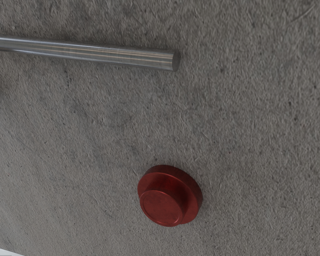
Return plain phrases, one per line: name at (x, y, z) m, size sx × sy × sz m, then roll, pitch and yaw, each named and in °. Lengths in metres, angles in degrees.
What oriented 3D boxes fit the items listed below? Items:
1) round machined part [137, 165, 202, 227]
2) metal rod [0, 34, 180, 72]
round machined part at (0.009, 0.106, 0.457) m, size 0.098 × 0.042 × 0.097 m, roll 13°, pitch 124°, yaw 21°
metal rod at (-0.119, -0.102, 0.405) m, size 0.301 × 0.025 × 0.025 m, roll 11°, pitch 123°, yaw 22°
